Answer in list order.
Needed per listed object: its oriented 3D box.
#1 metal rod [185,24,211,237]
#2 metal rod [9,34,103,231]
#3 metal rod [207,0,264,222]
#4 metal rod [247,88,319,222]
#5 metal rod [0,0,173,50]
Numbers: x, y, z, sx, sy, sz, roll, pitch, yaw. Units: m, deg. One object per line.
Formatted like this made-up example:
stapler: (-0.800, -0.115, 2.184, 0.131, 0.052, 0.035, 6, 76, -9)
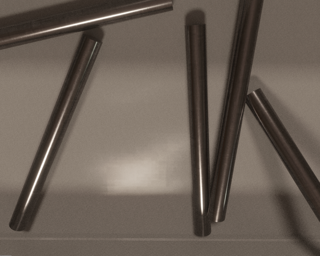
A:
metal rod: (0.053, 0.017, 0.418, 0.025, 0.025, 0.298, -4, 110, 1)
metal rod: (-0.146, 0.019, 0.416, 0.025, 0.025, 0.298, 25, 108, -9)
metal rod: (0.094, -0.016, 0.396, 0.025, 0.025, 0.298, 5, 106, -2)
metal rod: (0.193, 0.084, 0.383, 0.025, 0.025, 0.299, -31, 84, 10)
metal rod: (-0.135, -0.118, 0.365, 0.302, 0.025, 0.025, -12, 110, 3)
